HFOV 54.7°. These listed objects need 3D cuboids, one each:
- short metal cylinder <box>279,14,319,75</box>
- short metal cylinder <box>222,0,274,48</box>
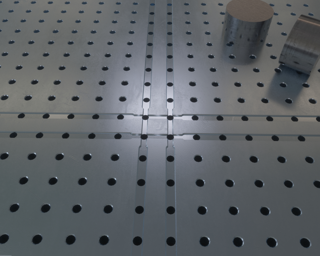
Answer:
[{"bbox_3d":[0.227,-0.129,0.481,0.050,0.080,0.080,28,56,21],"label":"short metal cylinder"},{"bbox_3d":[0.154,-0.188,0.550,0.081,0.050,0.080,0,50,0],"label":"short metal cylinder"}]
